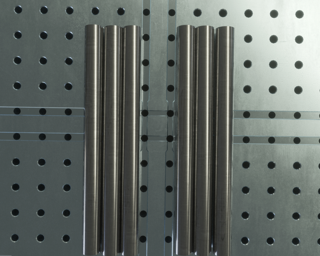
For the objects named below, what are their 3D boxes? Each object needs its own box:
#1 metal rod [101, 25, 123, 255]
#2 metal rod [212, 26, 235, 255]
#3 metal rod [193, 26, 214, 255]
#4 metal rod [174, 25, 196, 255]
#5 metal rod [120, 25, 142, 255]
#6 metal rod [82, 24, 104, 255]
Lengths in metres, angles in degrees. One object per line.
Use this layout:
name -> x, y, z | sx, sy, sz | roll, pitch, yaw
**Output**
metal rod -> -0.063, 0.017, 0.412 | 0.025, 0.025, 0.298 | 1, 90, 0
metal rod -> 0.085, 0.017, 0.413 | 0.025, 0.025, 0.298 | 1, 90, 0
metal rod -> 0.058, 0.017, 0.413 | 0.025, 0.025, 0.298 | 1, 90, 0
metal rod -> 0.033, 0.016, 0.413 | 0.025, 0.025, 0.298 | 1, 90, 0
metal rod -> -0.038, 0.016, 0.413 | 0.025, 0.025, 0.298 | 1, 90, 0
metal rod -> -0.089, 0.015, 0.412 | 0.025, 0.025, 0.298 | 1, 90, 0
